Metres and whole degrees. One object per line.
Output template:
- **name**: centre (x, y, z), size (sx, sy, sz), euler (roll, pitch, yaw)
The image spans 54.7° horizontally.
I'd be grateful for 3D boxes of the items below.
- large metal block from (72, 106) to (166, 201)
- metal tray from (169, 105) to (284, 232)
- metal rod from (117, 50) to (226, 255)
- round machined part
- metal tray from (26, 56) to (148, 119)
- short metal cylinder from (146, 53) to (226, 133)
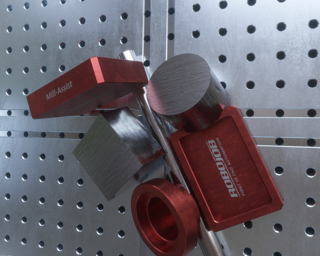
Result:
- **large metal block**: centre (-0.053, 0.032, 0.395), size (0.080, 0.050, 0.080), euler (50, 123, 13)
- **metal tray**: centre (0.079, 0.049, 0.378), size (0.090, 0.030, 0.129), euler (-26, 82, 18)
- **metal rod**: centre (0.013, 0.035, 0.403), size (0.025, 0.025, 0.299), euler (-27, 81, 18)
- **round machined part**: centre (0.011, 0.108, 0.381), size (0.098, 0.042, 0.097), euler (20, 118, 44)
- **metal tray**: centre (-0.091, -0.047, 0.391), size (0.130, 0.091, 0.030), euler (-20, 85, 33)
- **short metal cylinder**: centre (0.031, -0.041, 0.369), size (0.080, 0.050, 0.080), euler (-14, 60, 25)
